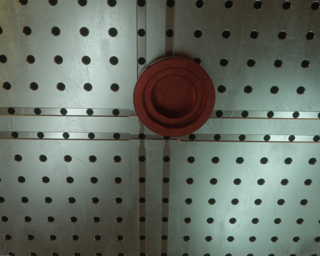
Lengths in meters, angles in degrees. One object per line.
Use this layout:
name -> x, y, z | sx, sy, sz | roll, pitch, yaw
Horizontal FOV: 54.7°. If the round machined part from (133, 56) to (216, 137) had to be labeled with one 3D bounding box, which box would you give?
round machined part -> 0.017, -0.041, 0.389 | 0.099, 0.042, 0.097 | 0, 110, -1
